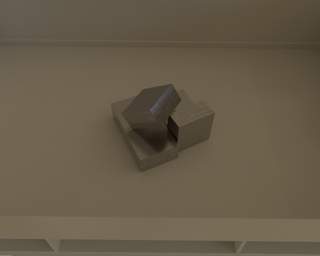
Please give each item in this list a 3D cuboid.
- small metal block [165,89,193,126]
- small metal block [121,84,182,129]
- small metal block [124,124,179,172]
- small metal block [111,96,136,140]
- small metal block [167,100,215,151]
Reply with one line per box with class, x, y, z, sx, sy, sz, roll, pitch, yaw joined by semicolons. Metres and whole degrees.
small metal block;0.020;-0.021;0.421;0.050;0.025;0.050;-20;53;-16
small metal block;-0.010;-0.026;0.376;0.050;0.025;0.050;-4;39;44
small metal block;-0.011;0.020;0.386;0.050;0.025;0.050;-20;53;-16
small metal block;-0.032;-0.015;0.415;0.050;0.025;0.050;-20;53;-16
small metal block;0.037;-0.002;0.389;0.050;0.050;0.025;-22;54;-19
